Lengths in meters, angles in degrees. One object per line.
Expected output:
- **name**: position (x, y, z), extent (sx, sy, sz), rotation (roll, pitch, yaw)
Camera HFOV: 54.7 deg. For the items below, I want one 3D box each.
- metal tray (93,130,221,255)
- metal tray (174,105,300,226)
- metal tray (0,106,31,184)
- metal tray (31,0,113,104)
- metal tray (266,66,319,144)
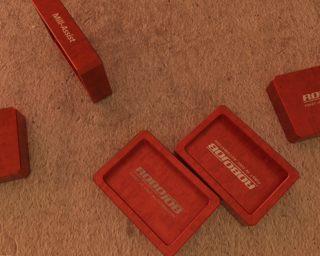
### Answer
- **metal tray**: position (-0.005, 0.077, 0.377), extent (0.130, 0.030, 0.090), rotation (43, 75, 14)
- **metal tray**: position (0.092, 0.045, 0.389), extent (0.090, 0.030, 0.130), rotation (-41, 75, -14)
- **metal tray**: position (-0.239, 0.031, 0.392), extent (0.131, 0.030, 0.090), rotation (-12, 71, -5)
- **metal tray**: position (-0.114, -0.105, 0.410), extent (0.030, 0.090, 0.130), rotation (-32, 73, -11)
- **metal tray**: position (0.224, -0.039, 0.421), extent (0.131, 0.030, 0.090), rotation (-14, 71, -5)
